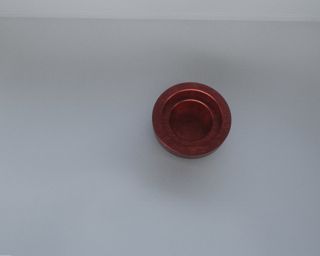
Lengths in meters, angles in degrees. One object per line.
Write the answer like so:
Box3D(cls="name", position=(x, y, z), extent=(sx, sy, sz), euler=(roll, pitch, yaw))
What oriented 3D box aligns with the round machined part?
Box3D(cls="round machined part", position=(0.039, -0.007, 0.403), extent=(0.099, 0.042, 0.098), euler=(0, 70, 0))
